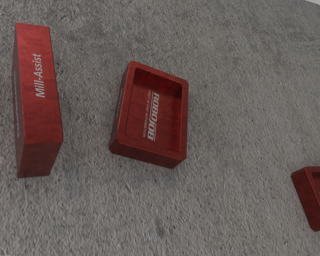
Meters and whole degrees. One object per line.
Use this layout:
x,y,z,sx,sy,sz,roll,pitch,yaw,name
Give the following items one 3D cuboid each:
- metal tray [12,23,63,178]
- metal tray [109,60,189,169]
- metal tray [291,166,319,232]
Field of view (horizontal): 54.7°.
-0.127,-0.026,0.309,0.030,0.090,0.130,-1,62,-29,metal tray
-0.010,-0.019,0.406,0.091,0.030,0.130,17,55,-18,metal tray
0.275,0.106,0.483,0.131,0.030,0.090,3,61,-27,metal tray
